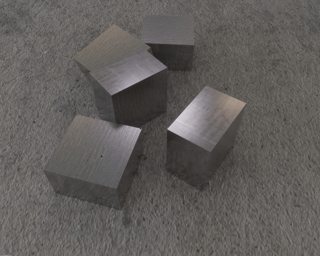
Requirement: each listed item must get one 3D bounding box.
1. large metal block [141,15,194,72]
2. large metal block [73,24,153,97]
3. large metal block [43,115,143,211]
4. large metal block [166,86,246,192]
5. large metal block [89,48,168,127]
[{"bbox_3d":[0.013,-0.139,0.504,0.080,0.050,0.080,3,50,2],"label":"large metal block"},{"bbox_3d":[-0.064,-0.093,0.453,0.080,0.050,0.080,-44,62,-13],"label":"large metal block"},{"bbox_3d":[-0.071,0.038,0.354,0.080,0.050,0.080,12,51,10],"label":"large metal block"},{"bbox_3d":[0.051,0.012,0.357,0.050,0.080,0.080,28,56,21],"label":"large metal block"},{"bbox_3d":[-0.038,-0.045,0.405,0.081,0.080,0.050,-31,57,-23],"label":"large metal block"}]
